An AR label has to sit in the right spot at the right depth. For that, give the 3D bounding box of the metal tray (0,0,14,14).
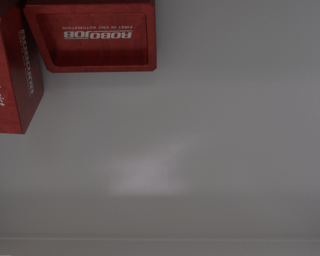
[{"bbox_3d":[-0.220,-0.115,0.306,0.090,0.130,0.030,-26,105,15],"label":"metal tray"}]

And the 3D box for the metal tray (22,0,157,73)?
[{"bbox_3d":[-0.070,-0.105,0.345,0.131,0.030,0.090,-1,143,0],"label":"metal tray"}]

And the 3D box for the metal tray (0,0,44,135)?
[{"bbox_3d":[-0.157,-0.069,0.329,0.030,0.090,0.129,4,128,-6],"label":"metal tray"}]
